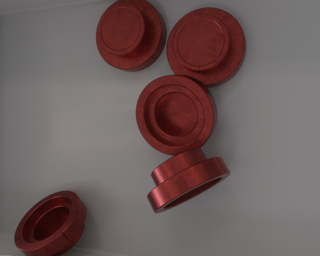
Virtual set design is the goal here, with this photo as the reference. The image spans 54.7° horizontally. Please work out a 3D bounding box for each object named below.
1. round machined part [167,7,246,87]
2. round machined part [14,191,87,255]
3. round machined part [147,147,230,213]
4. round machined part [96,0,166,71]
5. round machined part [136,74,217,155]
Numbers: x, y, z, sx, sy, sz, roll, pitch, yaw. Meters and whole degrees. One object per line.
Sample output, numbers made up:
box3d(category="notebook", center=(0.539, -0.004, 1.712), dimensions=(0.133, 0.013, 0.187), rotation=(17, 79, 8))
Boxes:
box3d(category="round machined part", center=(0.054, -0.101, 0.382), dimensions=(0.098, 0.042, 0.097), rotation=(0, 90, 20))
box3d(category="round machined part", center=(-0.146, 0.139, 0.434), dimensions=(0.098, 0.098, 0.042), rotation=(-14, 123, 19))
box3d(category="round machined part", center=(0.029, 0.058, 0.362), dimensions=(0.098, 0.098, 0.042), rotation=(-34, 70, 17))
box3d(category="round machined part", center=(-0.044, -0.128, 0.417), dimensions=(0.098, 0.042, 0.097), rotation=(0, 90, 20))
box3d(category="round machined part", center=(0.023, -0.018, 0.387), dimensions=(0.098, 0.042, 0.097), rotation=(5, 104, 21))
